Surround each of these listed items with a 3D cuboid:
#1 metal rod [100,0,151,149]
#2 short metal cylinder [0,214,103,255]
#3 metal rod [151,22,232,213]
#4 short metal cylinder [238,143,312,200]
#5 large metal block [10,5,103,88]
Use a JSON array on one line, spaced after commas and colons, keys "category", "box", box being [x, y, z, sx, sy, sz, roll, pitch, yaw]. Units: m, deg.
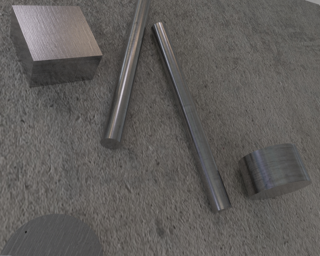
[{"category": "metal rod", "box": [-0.041, -0.105, 0.445, 0.025, 0.025, 0.300, 19, 54, -17]}, {"category": "short metal cylinder", "box": [-0.094, 0.120, 0.264, 0.081, 0.050, 0.080, 14, 56, -21]}, {"category": "metal rod", "box": [0.037, -0.030, 0.441, 0.025, 0.025, 0.299, -3, 63, -30]}, {"category": "short metal cylinder", "box": [0.151, 0.060, 0.413, 0.081, 0.080, 0.050, 1, 61, -28]}, {"category": "large metal block", "box": [-0.129, -0.102, 0.380, 0.081, 0.050, 0.080, -15, 69, -34]}]
